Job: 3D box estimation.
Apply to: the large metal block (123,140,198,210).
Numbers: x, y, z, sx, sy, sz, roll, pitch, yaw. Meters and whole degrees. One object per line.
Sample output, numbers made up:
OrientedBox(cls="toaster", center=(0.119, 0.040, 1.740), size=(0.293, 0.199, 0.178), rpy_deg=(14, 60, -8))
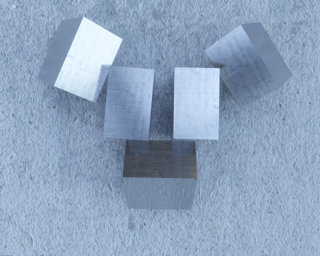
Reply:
OrientedBox(cls="large metal block", center=(0.000, 0.059, 0.378), size=(0.081, 0.080, 0.050), rpy_deg=(1, 51, 0))

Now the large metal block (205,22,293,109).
OrientedBox(cls="large metal block", center=(0.111, -0.079, 0.379), size=(0.050, 0.080, 0.080), rpy_deg=(-31, 90, 37))

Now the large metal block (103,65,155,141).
OrientedBox(cls="large metal block", center=(-0.035, -0.028, 0.383), size=(0.050, 0.080, 0.079), rpy_deg=(5, 90, 0))

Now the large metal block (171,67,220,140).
OrientedBox(cls="large metal block", center=(0.041, -0.028, 0.384), size=(0.050, 0.080, 0.079), rpy_deg=(1, 90, 0))

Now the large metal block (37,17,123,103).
OrientedBox(cls="large metal block", center=(-0.099, -0.082, 0.373), size=(0.050, 0.080, 0.080), rpy_deg=(23, 90, -36))
